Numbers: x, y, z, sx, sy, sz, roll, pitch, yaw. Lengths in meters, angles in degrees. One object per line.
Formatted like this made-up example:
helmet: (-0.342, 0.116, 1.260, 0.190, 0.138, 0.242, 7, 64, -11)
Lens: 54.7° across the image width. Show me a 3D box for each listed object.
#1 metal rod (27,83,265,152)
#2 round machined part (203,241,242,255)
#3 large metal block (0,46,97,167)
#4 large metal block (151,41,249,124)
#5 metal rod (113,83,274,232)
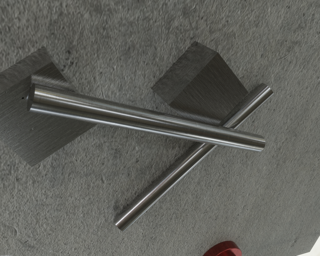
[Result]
metal rod: (0.013, -0.002, 0.349, 0.302, 0.025, 0.025, 11, 113, -34)
round machined part: (0.132, 0.289, 0.650, 0.099, 0.042, 0.097, -14, 125, -21)
large metal block: (-0.123, -0.021, 0.311, 0.080, 0.050, 0.080, -34, 129, -6)
large metal block: (0.051, -0.047, 0.391, 0.080, 0.050, 0.080, -47, 130, 5)
metal rod: (0.049, 0.044, 0.462, 0.300, 0.025, 0.025, -43, 130, 1)
